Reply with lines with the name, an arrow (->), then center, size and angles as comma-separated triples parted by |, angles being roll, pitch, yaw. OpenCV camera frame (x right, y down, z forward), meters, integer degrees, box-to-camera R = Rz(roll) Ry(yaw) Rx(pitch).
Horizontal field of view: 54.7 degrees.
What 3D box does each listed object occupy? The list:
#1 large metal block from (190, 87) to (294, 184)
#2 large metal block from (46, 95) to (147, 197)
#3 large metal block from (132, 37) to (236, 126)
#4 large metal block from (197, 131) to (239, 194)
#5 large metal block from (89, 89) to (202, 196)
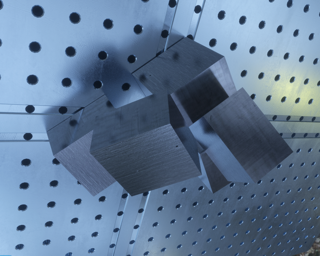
large metal block -> 0.081, 0.012, 0.337 | 0.050, 0.080, 0.080 | -37, 87, -10
large metal block -> -0.072, 0.021, 0.369 | 0.080, 0.050, 0.080 | -34, 129, -6
large metal block -> 0.026, -0.052, 0.357 | 0.080, 0.080, 0.050 | -36, 129, -5
large metal block -> 0.064, 0.029, 0.428 | 0.050, 0.080, 0.080 | -30, 129, -10
large metal block -> -0.012, 0.018, 0.316 | 0.080, 0.050, 0.080 | -20, 131, 15
